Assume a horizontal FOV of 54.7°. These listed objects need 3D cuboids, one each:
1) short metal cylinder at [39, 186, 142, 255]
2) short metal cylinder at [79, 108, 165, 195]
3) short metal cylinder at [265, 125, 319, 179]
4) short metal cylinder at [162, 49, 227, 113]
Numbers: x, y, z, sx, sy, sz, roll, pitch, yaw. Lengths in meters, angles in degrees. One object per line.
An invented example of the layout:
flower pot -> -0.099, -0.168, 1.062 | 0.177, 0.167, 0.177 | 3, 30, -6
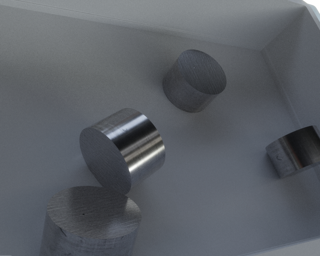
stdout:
short metal cylinder -> -0.061, 0.093, 0.275 | 0.080, 0.050, 0.080 | 13, 15, -3
short metal cylinder -> -0.041, 0.025, 0.334 | 0.050, 0.080, 0.080 | -33, 81, -38
short metal cylinder -> 0.207, 0.037, 0.462 | 0.081, 0.080, 0.050 | -8, 66, -32
short metal cylinder -> 0.051, -0.069, 0.461 | 0.081, 0.050, 0.080 | 14, 56, -21
